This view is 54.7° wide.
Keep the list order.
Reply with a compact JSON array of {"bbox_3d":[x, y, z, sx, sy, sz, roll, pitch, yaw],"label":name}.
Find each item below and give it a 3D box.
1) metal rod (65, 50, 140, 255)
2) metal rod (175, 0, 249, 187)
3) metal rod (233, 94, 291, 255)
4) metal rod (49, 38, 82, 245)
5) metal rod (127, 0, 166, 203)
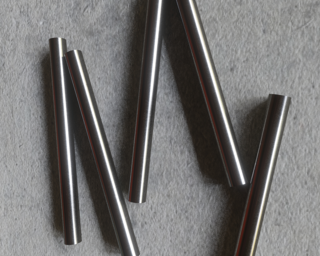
[{"bbox_3d":[-0.083,0.033,0.436,0.025,0.025,0.299,-19,84,18],"label":"metal rod"},{"bbox_3d":[0.056,-0.076,0.388,0.025,0.025,0.298,-17,84,19],"label":"metal rod"},{"bbox_3d":[0.110,0.109,0.370,0.025,0.025,0.298,13,94,19],"label":"metal rod"},{"bbox_3d":[-0.140,0.018,0.456,0.025,0.025,0.298,-6,88,19],"label":"metal rod"},{"bbox_3d":[-0.016,-0.050,0.413,0.025,0.025,0.298,7,92,19],"label":"metal rod"}]
